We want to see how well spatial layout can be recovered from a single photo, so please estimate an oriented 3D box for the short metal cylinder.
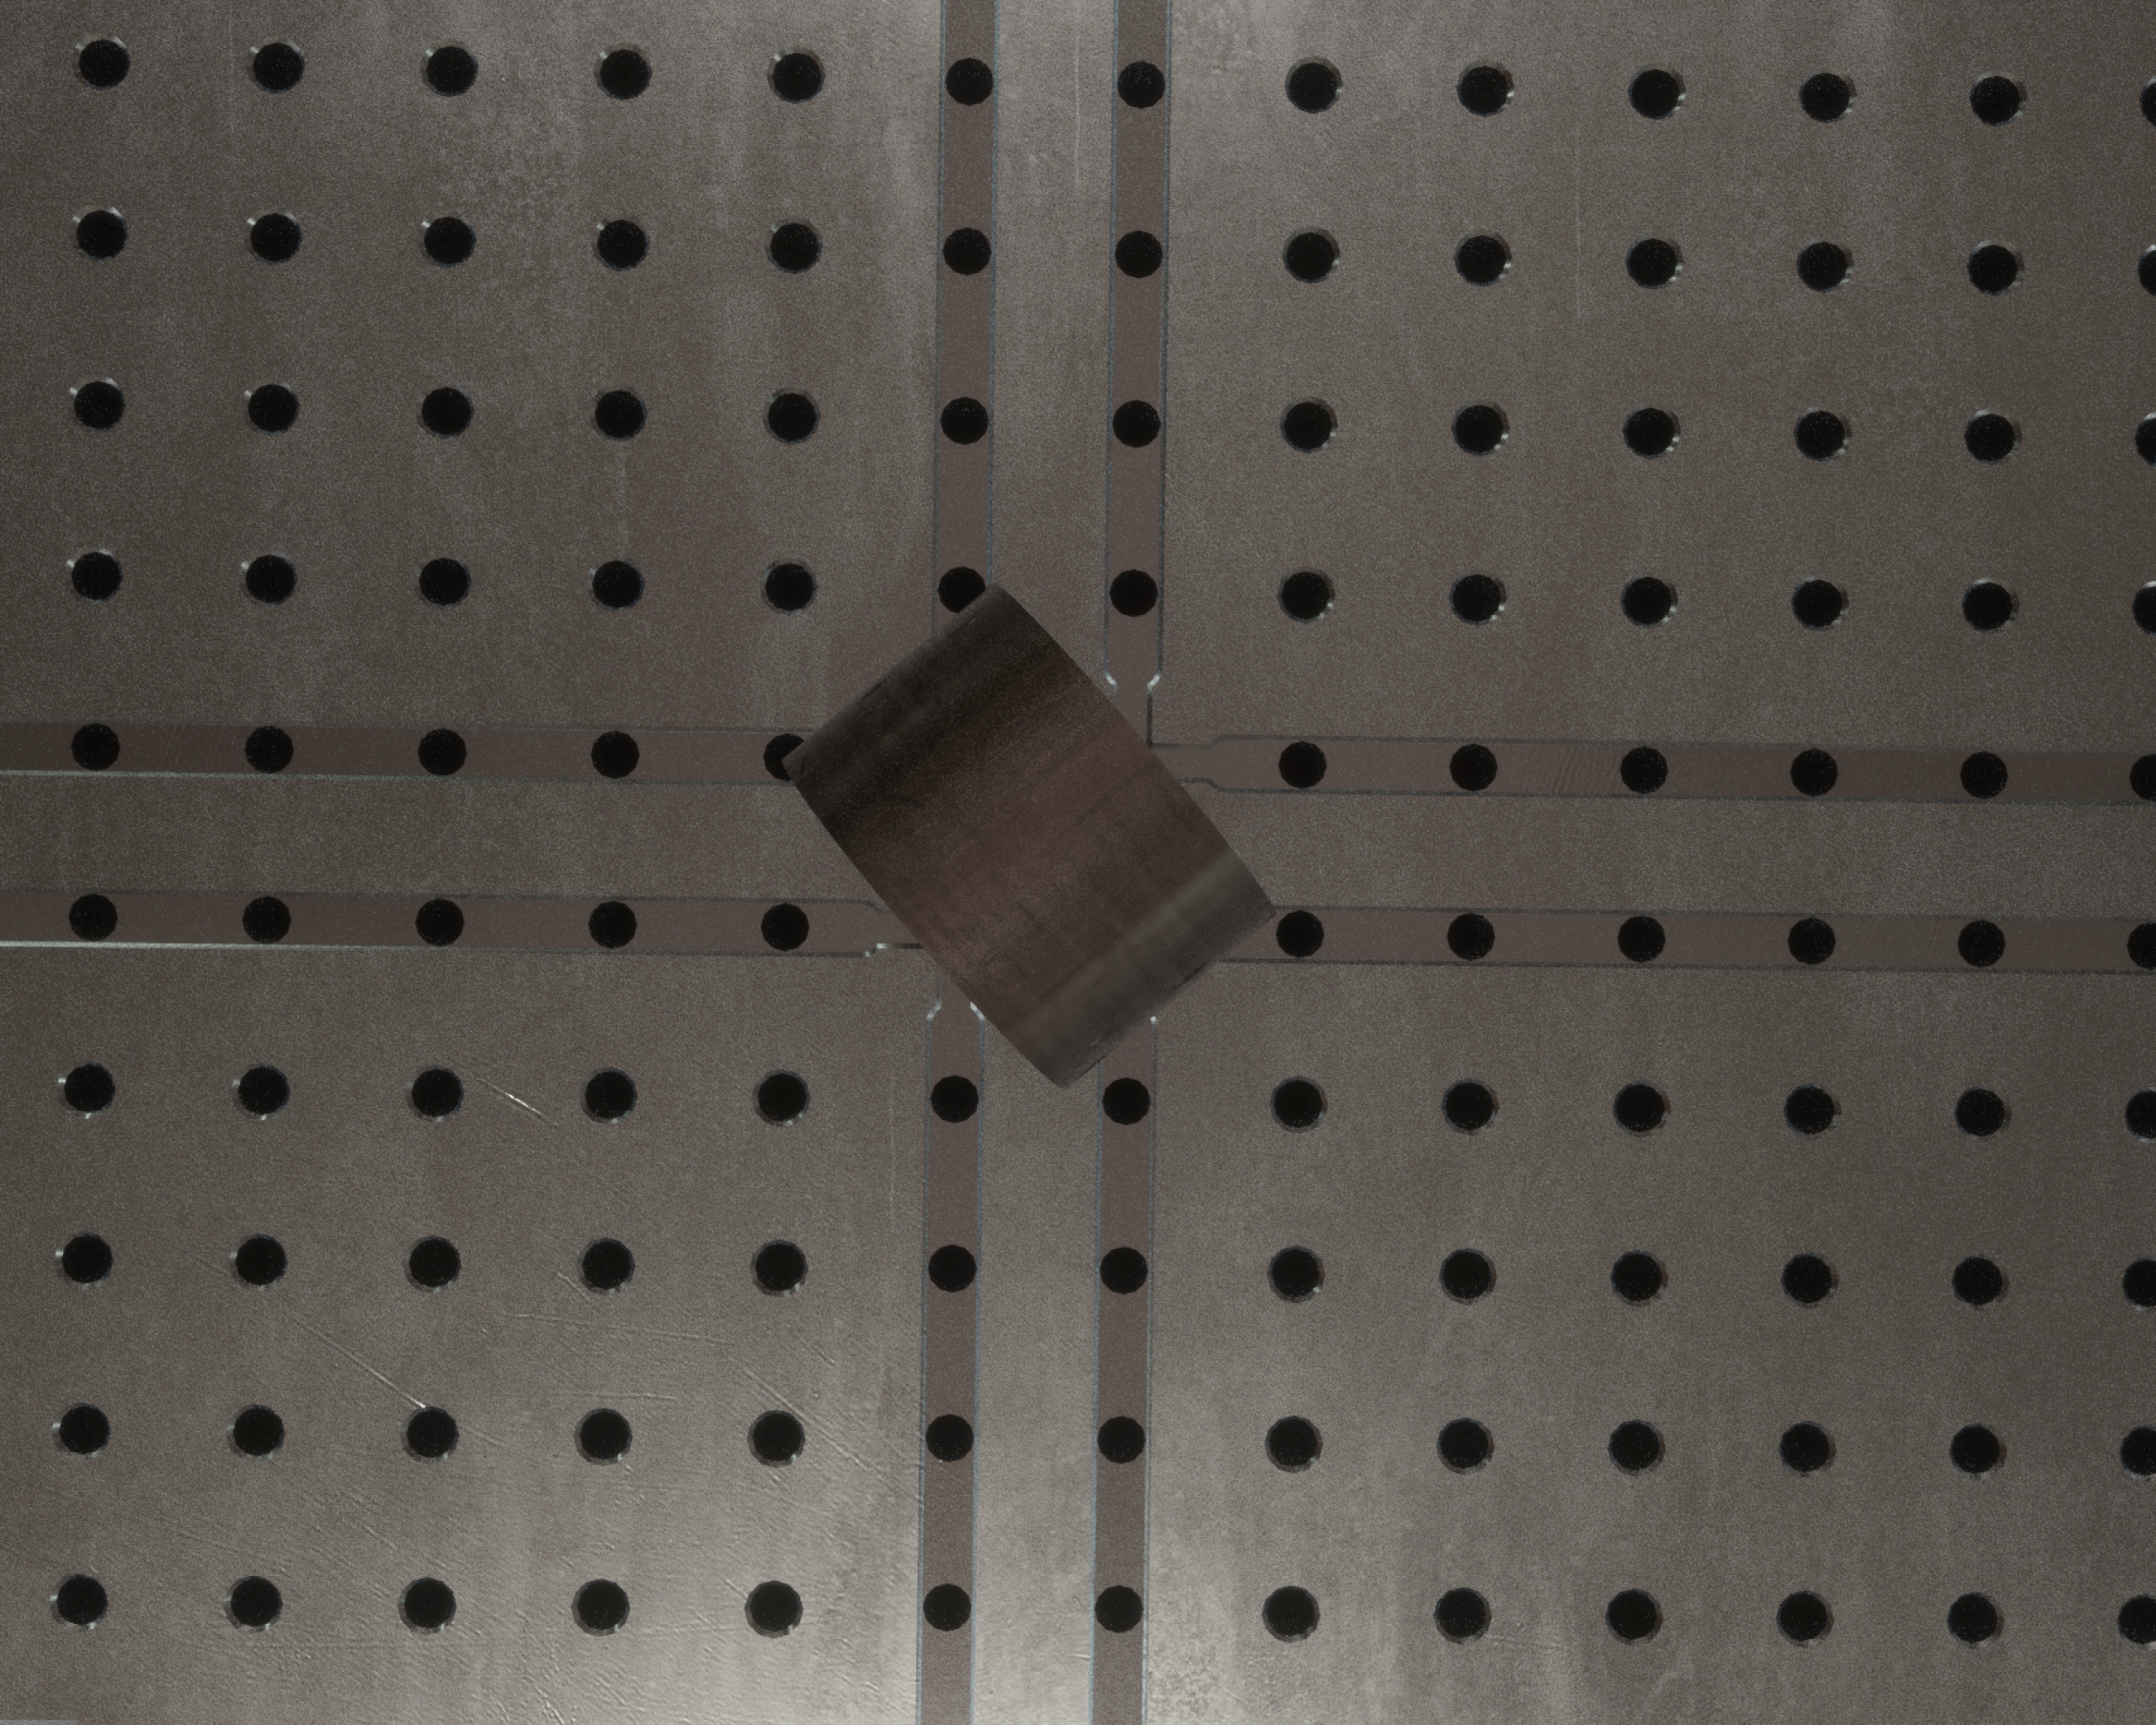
[{"bbox_3d":[-0.009,-0.005,0.385,0.050,0.080,0.080,-40,91,0],"label":"short metal cylinder"}]
